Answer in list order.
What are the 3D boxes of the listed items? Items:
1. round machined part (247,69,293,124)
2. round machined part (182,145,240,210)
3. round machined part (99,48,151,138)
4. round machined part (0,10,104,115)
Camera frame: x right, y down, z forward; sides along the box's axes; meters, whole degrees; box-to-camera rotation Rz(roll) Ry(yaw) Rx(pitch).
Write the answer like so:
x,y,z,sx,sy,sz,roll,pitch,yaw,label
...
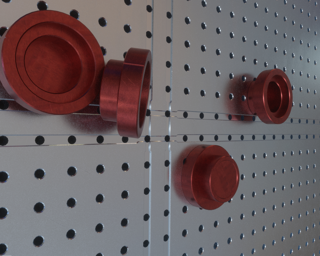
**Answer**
x,y,z,sx,sy,sz,roll,pitch,yaw,label
0.195,-0.056,0.560,0.099,0.042,0.097,0,90,-40,round machined part
0.082,0.075,0.466,0.099,0.042,0.097,0,90,-40,round machined part
-0.038,-0.039,0.342,0.042,0.098,0.098,8,84,2,round machined part
-0.108,-0.061,0.307,0.099,0.042,0.097,0,90,-40,round machined part
